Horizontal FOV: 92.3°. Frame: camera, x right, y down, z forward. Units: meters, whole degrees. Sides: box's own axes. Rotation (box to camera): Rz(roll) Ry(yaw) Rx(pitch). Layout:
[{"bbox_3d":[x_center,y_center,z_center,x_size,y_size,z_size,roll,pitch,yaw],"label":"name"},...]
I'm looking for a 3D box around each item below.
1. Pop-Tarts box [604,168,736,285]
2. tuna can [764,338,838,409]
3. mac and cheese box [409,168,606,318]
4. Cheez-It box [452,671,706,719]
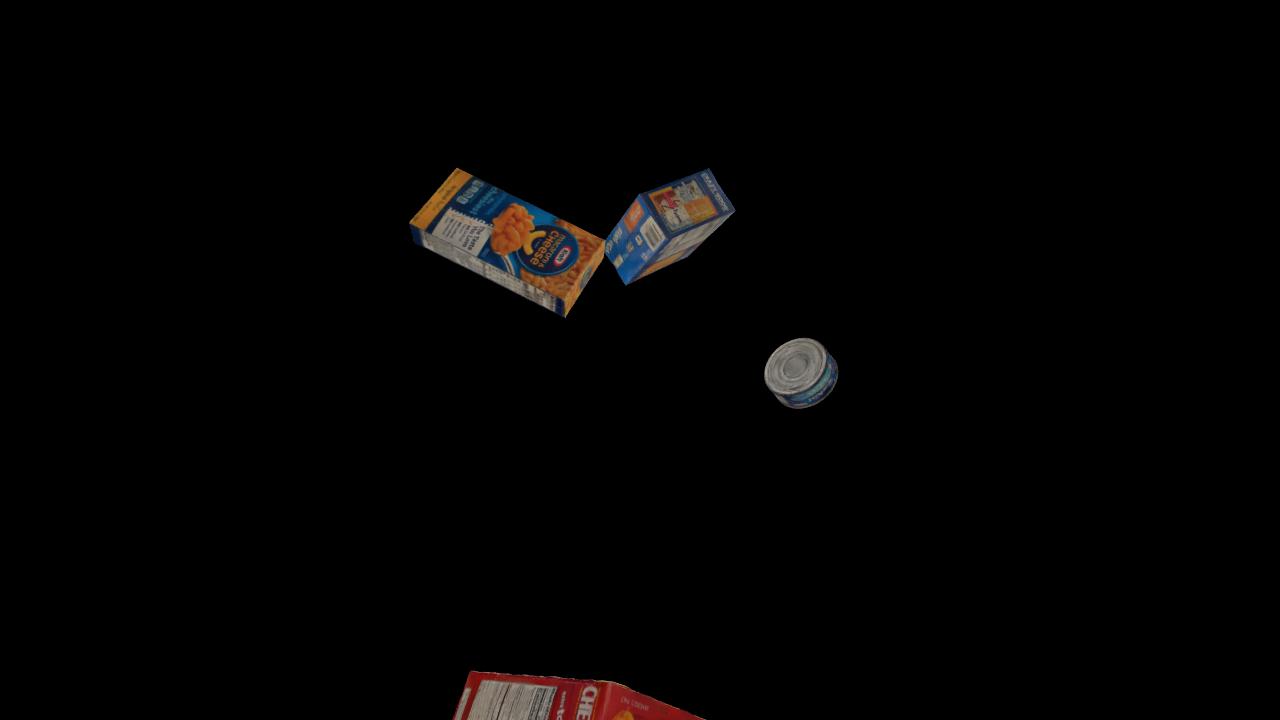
[{"bbox_3d":[0.040,-0.207,0.969,0.141,0.083,0.167,-28,-4,-28],"label":"Pop-Tarts box"},{"bbox_3d":[0.195,0.015,0.748,0.084,0.084,0.034,0,-31,42],"label":"tuna can"},{"bbox_3d":[-0.139,-0.126,0.654,0.184,0.093,0.041,26,-29,5],"label":"mac and cheese box"},{"bbox_3d":[-0.042,0.331,0.537,0.166,0.071,0.223,35,-38,-28],"label":"Cheez-It box"}]
